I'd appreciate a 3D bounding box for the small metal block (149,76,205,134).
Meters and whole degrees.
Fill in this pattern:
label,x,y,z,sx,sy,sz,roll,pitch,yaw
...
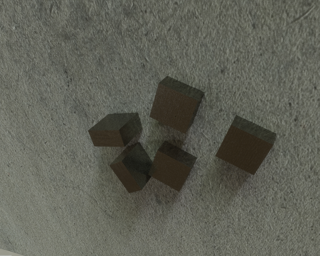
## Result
label,x,y,z,sx,sy,sz,roll,pitch,yaw
small metal block,0.020,-0.028,0.379,0.050,0.025,0.050,26,128,12

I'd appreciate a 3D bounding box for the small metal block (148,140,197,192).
label,x,y,z,sx,sy,sz,roll,pitch,yaw
small metal block,0.017,0.053,0.431,0.050,0.025,0.050,28,128,10

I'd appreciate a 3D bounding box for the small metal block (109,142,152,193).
label,x,y,z,sx,sy,sz,roll,pitch,yaw
small metal block,-0.037,0.056,0.445,0.025,0.050,0.050,-23,106,36

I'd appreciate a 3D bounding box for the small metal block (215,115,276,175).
label,x,y,z,sx,sy,sz,roll,pitch,yaw
small metal block,0.101,0.020,0.366,0.050,0.025,0.050,27,128,11

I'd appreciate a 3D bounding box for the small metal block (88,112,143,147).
label,x,y,z,sx,sy,sz,roll,pitch,yaw
small metal block,-0.060,0.002,0.424,0.050,0.050,0.025,-1,118,29
